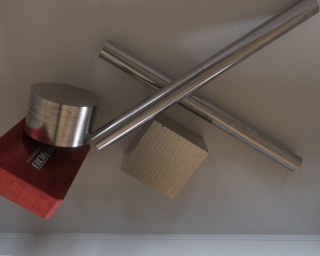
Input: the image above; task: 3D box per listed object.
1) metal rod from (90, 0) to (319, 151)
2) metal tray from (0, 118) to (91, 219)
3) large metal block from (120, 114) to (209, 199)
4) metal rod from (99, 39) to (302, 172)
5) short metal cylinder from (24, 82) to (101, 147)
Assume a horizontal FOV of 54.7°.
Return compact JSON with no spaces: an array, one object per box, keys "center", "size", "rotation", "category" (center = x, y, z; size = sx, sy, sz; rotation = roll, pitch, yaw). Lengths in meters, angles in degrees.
[{"center":[0.050,-0.064,0.366],"size":[0.301,0.025,0.025],"rotation":[-32,107,2],"category":"metal rod"},{"center":[-0.142,0.036,0.366],"size":[0.090,0.130,0.030],"rotation":[34,110,-12],"category":"metal tray"},{"center":[0.005,0.034,0.411],"size":[0.080,0.050,0.080],"rotation":[32,107,-12],"category":"large metal block"},{"center":[0.061,-0.023,0.403],"size":[0.301,0.025,0.025],"rotation":[30,107,-11],"category":"metal rod"},{"center":[-0.117,-0.018,0.374],"size":[0.080,0.080,0.050],"rotation":[15,109,-6],"category":"short metal cylinder"}]
